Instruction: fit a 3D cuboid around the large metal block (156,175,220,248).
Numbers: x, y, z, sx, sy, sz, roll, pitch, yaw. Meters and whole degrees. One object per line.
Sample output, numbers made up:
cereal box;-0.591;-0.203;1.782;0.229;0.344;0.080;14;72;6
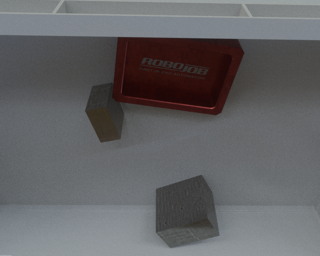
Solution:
large metal block;0.041;0.130;0.485;0.080;0.080;0.050;-20;127;16

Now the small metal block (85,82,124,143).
small metal block;-0.065;-0.019;0.376;0.025;0.050;0.050;-10;130;8

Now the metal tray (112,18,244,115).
metal tray;0.016;-0.066;0.350;0.131;0.030;0.089;7;130;-7
